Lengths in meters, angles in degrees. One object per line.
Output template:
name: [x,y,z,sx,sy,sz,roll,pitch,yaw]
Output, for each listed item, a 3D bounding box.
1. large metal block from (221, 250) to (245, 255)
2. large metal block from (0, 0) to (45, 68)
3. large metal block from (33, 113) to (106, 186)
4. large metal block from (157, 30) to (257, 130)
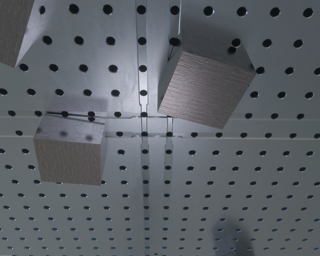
large metal block: [0.166,0.313,0.643,0.050,0.080,0.080,-37,121,27]
large metal block: [-0.161,-0.117,0.294,0.080,0.050,0.080,23,126,-19]
large metal block: [-0.117,0.030,0.420,0.080,0.050,0.080,5,130,-5]
large metal block: [0.048,-0.052,0.351,0.080,0.050,0.079,14,129,-12]
